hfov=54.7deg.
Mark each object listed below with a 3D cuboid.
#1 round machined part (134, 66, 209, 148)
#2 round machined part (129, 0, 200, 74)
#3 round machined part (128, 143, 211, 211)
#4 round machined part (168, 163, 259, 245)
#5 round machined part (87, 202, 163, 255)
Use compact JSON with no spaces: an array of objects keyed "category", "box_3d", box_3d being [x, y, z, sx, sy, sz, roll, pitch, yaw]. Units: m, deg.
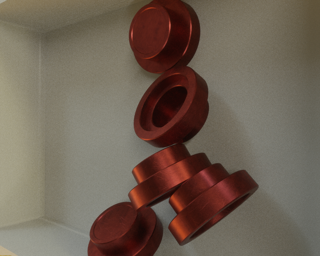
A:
[{"category":"round machined part","box_3d":[0.018,-0.020,0.361,0.098,0.042,0.098,-32,40,32]},{"category":"round machined part","box_3d":[-0.001,-0.119,0.395,0.098,0.042,0.097,0,90,39]},{"category":"round machined part","box_3d":[0.008,0.052,0.349,0.098,0.099,0.042,-40,71,32]},{"category":"round machined part","box_3d":[0.048,0.073,0.317,0.097,0.099,0.042,-51,63,28]},{"category":"round machined part","box_3d":[-0.049,0.133,0.395,0.098,0.098,0.042,-6,121,39]}]
